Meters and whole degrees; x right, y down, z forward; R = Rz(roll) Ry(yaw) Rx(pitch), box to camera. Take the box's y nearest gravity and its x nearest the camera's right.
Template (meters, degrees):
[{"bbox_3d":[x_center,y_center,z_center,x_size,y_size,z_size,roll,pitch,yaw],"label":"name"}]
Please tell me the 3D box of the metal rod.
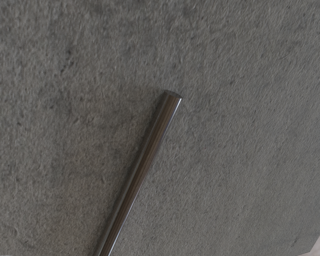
[{"bbox_3d":[-0.041,0.086,0.439,0.025,0.025,0.298,11,113,-34],"label":"metal rod"}]
